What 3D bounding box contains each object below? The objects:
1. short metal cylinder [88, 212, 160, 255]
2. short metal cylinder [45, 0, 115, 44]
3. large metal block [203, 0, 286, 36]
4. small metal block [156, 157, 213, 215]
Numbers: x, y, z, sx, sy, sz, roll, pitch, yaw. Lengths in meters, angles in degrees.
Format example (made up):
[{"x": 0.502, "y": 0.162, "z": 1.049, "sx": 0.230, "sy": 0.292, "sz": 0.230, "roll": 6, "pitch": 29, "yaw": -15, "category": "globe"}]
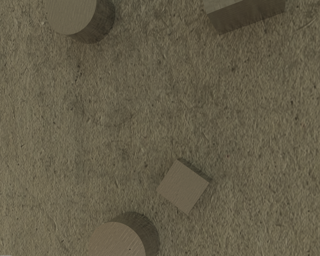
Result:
[{"x": -0.046, "y": 0.158, "z": 0.412, "sx": 0.080, "sy": 0.050, "sz": 0.080, "roll": 0, "pitch": 90, "yaw": 20, "category": "short metal cylinder"}, {"x": -0.111, "y": -0.164, "z": 0.435, "sx": 0.080, "sy": 0.050, "sz": 0.080, "roll": 0, "pitch": 90, "yaw": 20, "category": "short metal cylinder"}, {"x": 0.093, "y": -0.152, "z": 0.347, "sx": 0.080, "sy": 0.080, "sz": 0.050, "roll": -15, "pitch": 85, "yaw": 19, "category": "large metal block"}, {"x": 0.032, "y": 0.073, "z": 0.398, "sx": 0.050, "sy": 0.025, "sz": 0.050, "roll": 35, "pitch": 101, "yaw": 16, "category": "small metal block"}]
